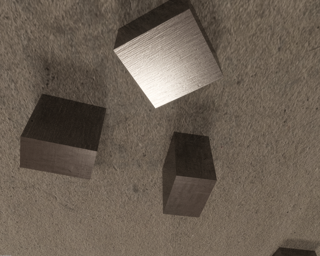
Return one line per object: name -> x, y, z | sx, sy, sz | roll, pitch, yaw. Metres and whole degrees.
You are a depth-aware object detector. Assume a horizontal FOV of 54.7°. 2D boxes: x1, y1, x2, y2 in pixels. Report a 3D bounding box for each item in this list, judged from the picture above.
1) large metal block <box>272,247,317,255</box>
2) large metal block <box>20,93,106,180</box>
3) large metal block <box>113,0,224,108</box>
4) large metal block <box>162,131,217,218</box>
large metal block -> 0.277, 0.297, 0.648 | 0.081, 0.050, 0.079 | 9, 130, -8
large metal block -> -0.115, 0.010, 0.378 | 0.081, 0.080, 0.050 | 13, 129, -11
large metal block -> 0.010, -0.079, 0.324 | 0.080, 0.050, 0.080 | -23, 127, 18
large metal block -> 0.036, 0.064, 0.426 | 0.050, 0.080, 0.079 | 8, 130, -8
